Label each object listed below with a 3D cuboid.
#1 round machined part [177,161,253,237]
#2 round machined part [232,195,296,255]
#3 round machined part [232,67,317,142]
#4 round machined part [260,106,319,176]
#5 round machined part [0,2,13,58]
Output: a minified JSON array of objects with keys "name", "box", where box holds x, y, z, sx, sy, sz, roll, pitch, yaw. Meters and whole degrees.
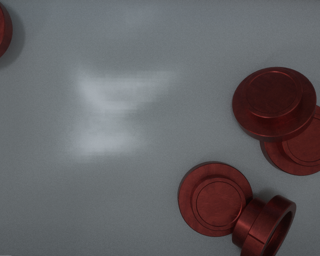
[{"name":"round machined part","box":[0.073,0.094,0.404,0.099,0.042,0.097,0,90,-1]},{"name":"round machined part","box":[0.126,0.126,0.387,0.042,0.098,0.098,27,90,36]},{"name":"round machined part","box":[0.139,-0.035,0.382,0.098,0.042,0.098,-9,63,20]},{"name":"round machined part","box":[0.186,0.014,0.405,0.099,0.042,0.097,0,90,-1]},{"name":"round machined part","box":[-0.239,-0.126,0.400,0.099,0.042,0.097,0,90,-1]}]
